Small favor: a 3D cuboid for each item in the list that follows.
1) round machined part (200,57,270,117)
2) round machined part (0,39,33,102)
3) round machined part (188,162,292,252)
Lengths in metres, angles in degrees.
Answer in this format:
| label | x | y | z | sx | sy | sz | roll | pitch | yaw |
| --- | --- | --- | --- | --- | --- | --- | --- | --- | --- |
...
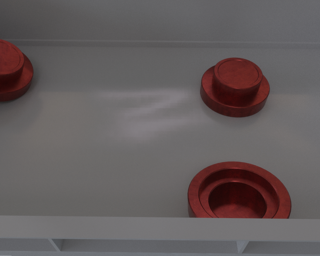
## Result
| label | x | y | z | sx | sy | sz | roll | pitch | yaw |
| --- | --- | --- | --- | --- | --- | --- | --- | --- | --- |
| round machined part | 0.109 | -0.065 | 0.449 | 0.099 | 0.042 | 0.098 | 0 | 50 | 0 |
| round machined part | -0.233 | -0.089 | 0.442 | 0.099 | 0.042 | 0.098 | 17 | 51 | -21 |
| round machined part | 0.078 | 0.082 | 0.315 | 0.099 | 0.042 | 0.098 | -3 | 36 | 2 |
